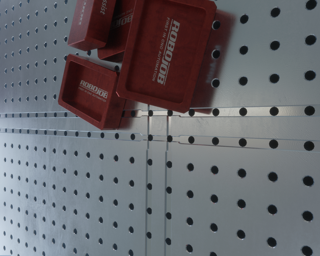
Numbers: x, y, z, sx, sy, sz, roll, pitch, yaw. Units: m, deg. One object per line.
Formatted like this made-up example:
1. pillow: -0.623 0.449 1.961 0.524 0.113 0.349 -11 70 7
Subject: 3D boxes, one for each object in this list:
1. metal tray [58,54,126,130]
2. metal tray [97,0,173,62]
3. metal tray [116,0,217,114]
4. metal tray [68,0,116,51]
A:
1. metal tray: -0.109 -0.060 0.497 0.130 0.030 0.089 27 107 37
2. metal tray: -0.038 -0.152 0.438 0.130 0.030 0.090 -7 86 40
3. metal tray: 0.007 -0.091 0.371 0.090 0.030 0.129 15 102 3
4. metal tray: -0.097 -0.184 0.459 0.090 0.030 0.129 13 90 57
